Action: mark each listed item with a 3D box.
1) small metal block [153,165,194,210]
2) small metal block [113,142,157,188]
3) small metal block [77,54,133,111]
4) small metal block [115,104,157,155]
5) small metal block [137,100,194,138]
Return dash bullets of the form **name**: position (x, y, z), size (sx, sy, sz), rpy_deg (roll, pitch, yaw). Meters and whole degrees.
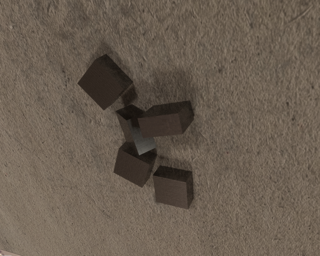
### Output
- **small metal block**: position (0.020, 0.086, 0.448), size (0.050, 0.025, 0.050), rpy_deg (8, 122, 23)
- **small metal block**: position (-0.037, 0.053, 0.458), size (0.050, 0.025, 0.050), rpy_deg (26, 128, 11)
- **small metal block**: position (-0.072, -0.059, 0.406), size (0.050, 0.025, 0.050), rpy_deg (46, 129, -5)
- **small metal block**: position (-0.032, 0.001, 0.406), size (0.050, 0.025, 0.050), rpy_deg (34, 146, 61)
- **small metal block**: position (0.008, -0.011, 0.373), size (0.050, 0.050, 0.025), rpy_deg (-6, 109, 23)
